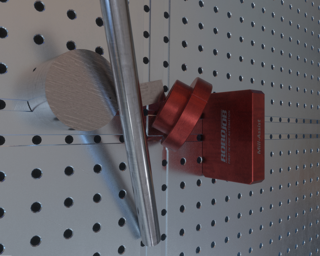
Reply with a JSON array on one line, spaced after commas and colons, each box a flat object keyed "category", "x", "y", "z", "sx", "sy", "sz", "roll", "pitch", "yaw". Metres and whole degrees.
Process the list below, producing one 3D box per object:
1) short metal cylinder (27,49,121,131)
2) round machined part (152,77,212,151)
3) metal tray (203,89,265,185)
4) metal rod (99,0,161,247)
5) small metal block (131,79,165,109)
[{"category": "short metal cylinder", "x": -0.088, "y": -0.037, "z": 0.321, "sx": 0.081, "sy": 0.050, "sz": 0.079, "roll": 0, "pitch": 90, "yaw": -40}, {"category": "round machined part", "x": 0.023, "y": -0.022, "z": 0.394, "sx": 0.042, "sy": 0.098, "sz": 0.098, "roll": 28, "pitch": 69, "yaw": -3}, {"category": "metal tray", "x": 0.107, "y": 0.012, "z": 0.458, "sx": 0.030, "sy": 0.090, "sz": 0.129, "roll": 0, "pitch": 90, "yaw": -40}, {"category": "metal rod", "x": -0.027, "y": 0.012, "z": 0.338, "sx": 0.025, "sy": 0.025, "sz": 0.298, "roll": -28, "pitch": 123, "yaw": -37}, {"category": "small metal block", "x": -0.030, "y": -0.039, "z": 0.369, "sx": 0.050, "sy": 0.050, "sz": 0.025, "roll": -19, "pitch": 102, "yaw": -39}]
